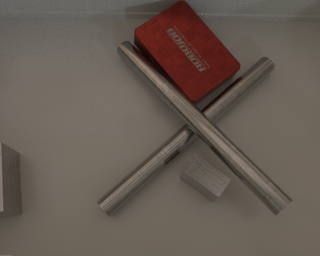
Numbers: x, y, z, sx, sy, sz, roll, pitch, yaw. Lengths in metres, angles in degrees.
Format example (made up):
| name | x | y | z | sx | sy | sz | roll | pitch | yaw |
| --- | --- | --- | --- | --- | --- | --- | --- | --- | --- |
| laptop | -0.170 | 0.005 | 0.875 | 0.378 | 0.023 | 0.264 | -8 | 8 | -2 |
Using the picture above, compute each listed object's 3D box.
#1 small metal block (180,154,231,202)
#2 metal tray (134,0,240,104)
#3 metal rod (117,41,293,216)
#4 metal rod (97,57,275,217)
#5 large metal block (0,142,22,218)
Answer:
| name | x | y | z | sx | sy | sz | roll | pitch | yaw |
| --- | --- | --- | --- | --- | --- | --- | --- | --- | --- |
| small metal block | 0.053 | 0.062 | 0.375 | 0.050 | 0.050 | 0.025 | 36 | 74 | 11 |
| metal tray | 0.037 | -0.105 | 0.436 | 0.090 | 0.030 | 0.130 | -37 | 83 | -13 |
| metal rod | 0.039 | -0.016 | 0.389 | 0.025 | 0.025 | 0.300 | -37 | 65 | -13 |
| metal rod | 0.043 | 0.003 | 0.409 | 0.301 | 0.025 | 0.025 | -40 | 75 | -14 |
| large metal block | -0.217 | 0.069 | 0.369 | 0.081 | 0.050 | 0.080 | -11 | 71 | -4 |
